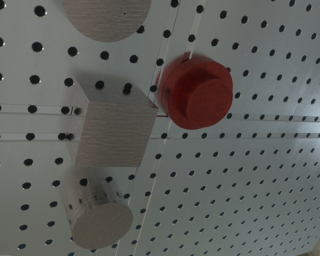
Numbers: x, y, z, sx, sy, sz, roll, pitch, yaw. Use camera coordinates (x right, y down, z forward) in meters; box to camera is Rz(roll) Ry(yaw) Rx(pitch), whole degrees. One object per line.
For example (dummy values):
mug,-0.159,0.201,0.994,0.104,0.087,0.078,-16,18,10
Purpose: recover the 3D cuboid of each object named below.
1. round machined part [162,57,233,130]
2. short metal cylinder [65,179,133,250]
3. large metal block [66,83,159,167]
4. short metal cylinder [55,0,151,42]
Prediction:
round machined part,0.055,-0.040,0.406,0.099,0.042,0.097,-14,124,-21
short metal cylinder,-0.083,0.117,0.421,0.081,0.050,0.079,-14,124,-21
large metal block,-0.058,-0.002,0.362,0.081,0.050,0.079,4,116,-31
short metal cylinder,-0.054,-0.126,0.287,0.081,0.050,0.079,-14,124,-21
